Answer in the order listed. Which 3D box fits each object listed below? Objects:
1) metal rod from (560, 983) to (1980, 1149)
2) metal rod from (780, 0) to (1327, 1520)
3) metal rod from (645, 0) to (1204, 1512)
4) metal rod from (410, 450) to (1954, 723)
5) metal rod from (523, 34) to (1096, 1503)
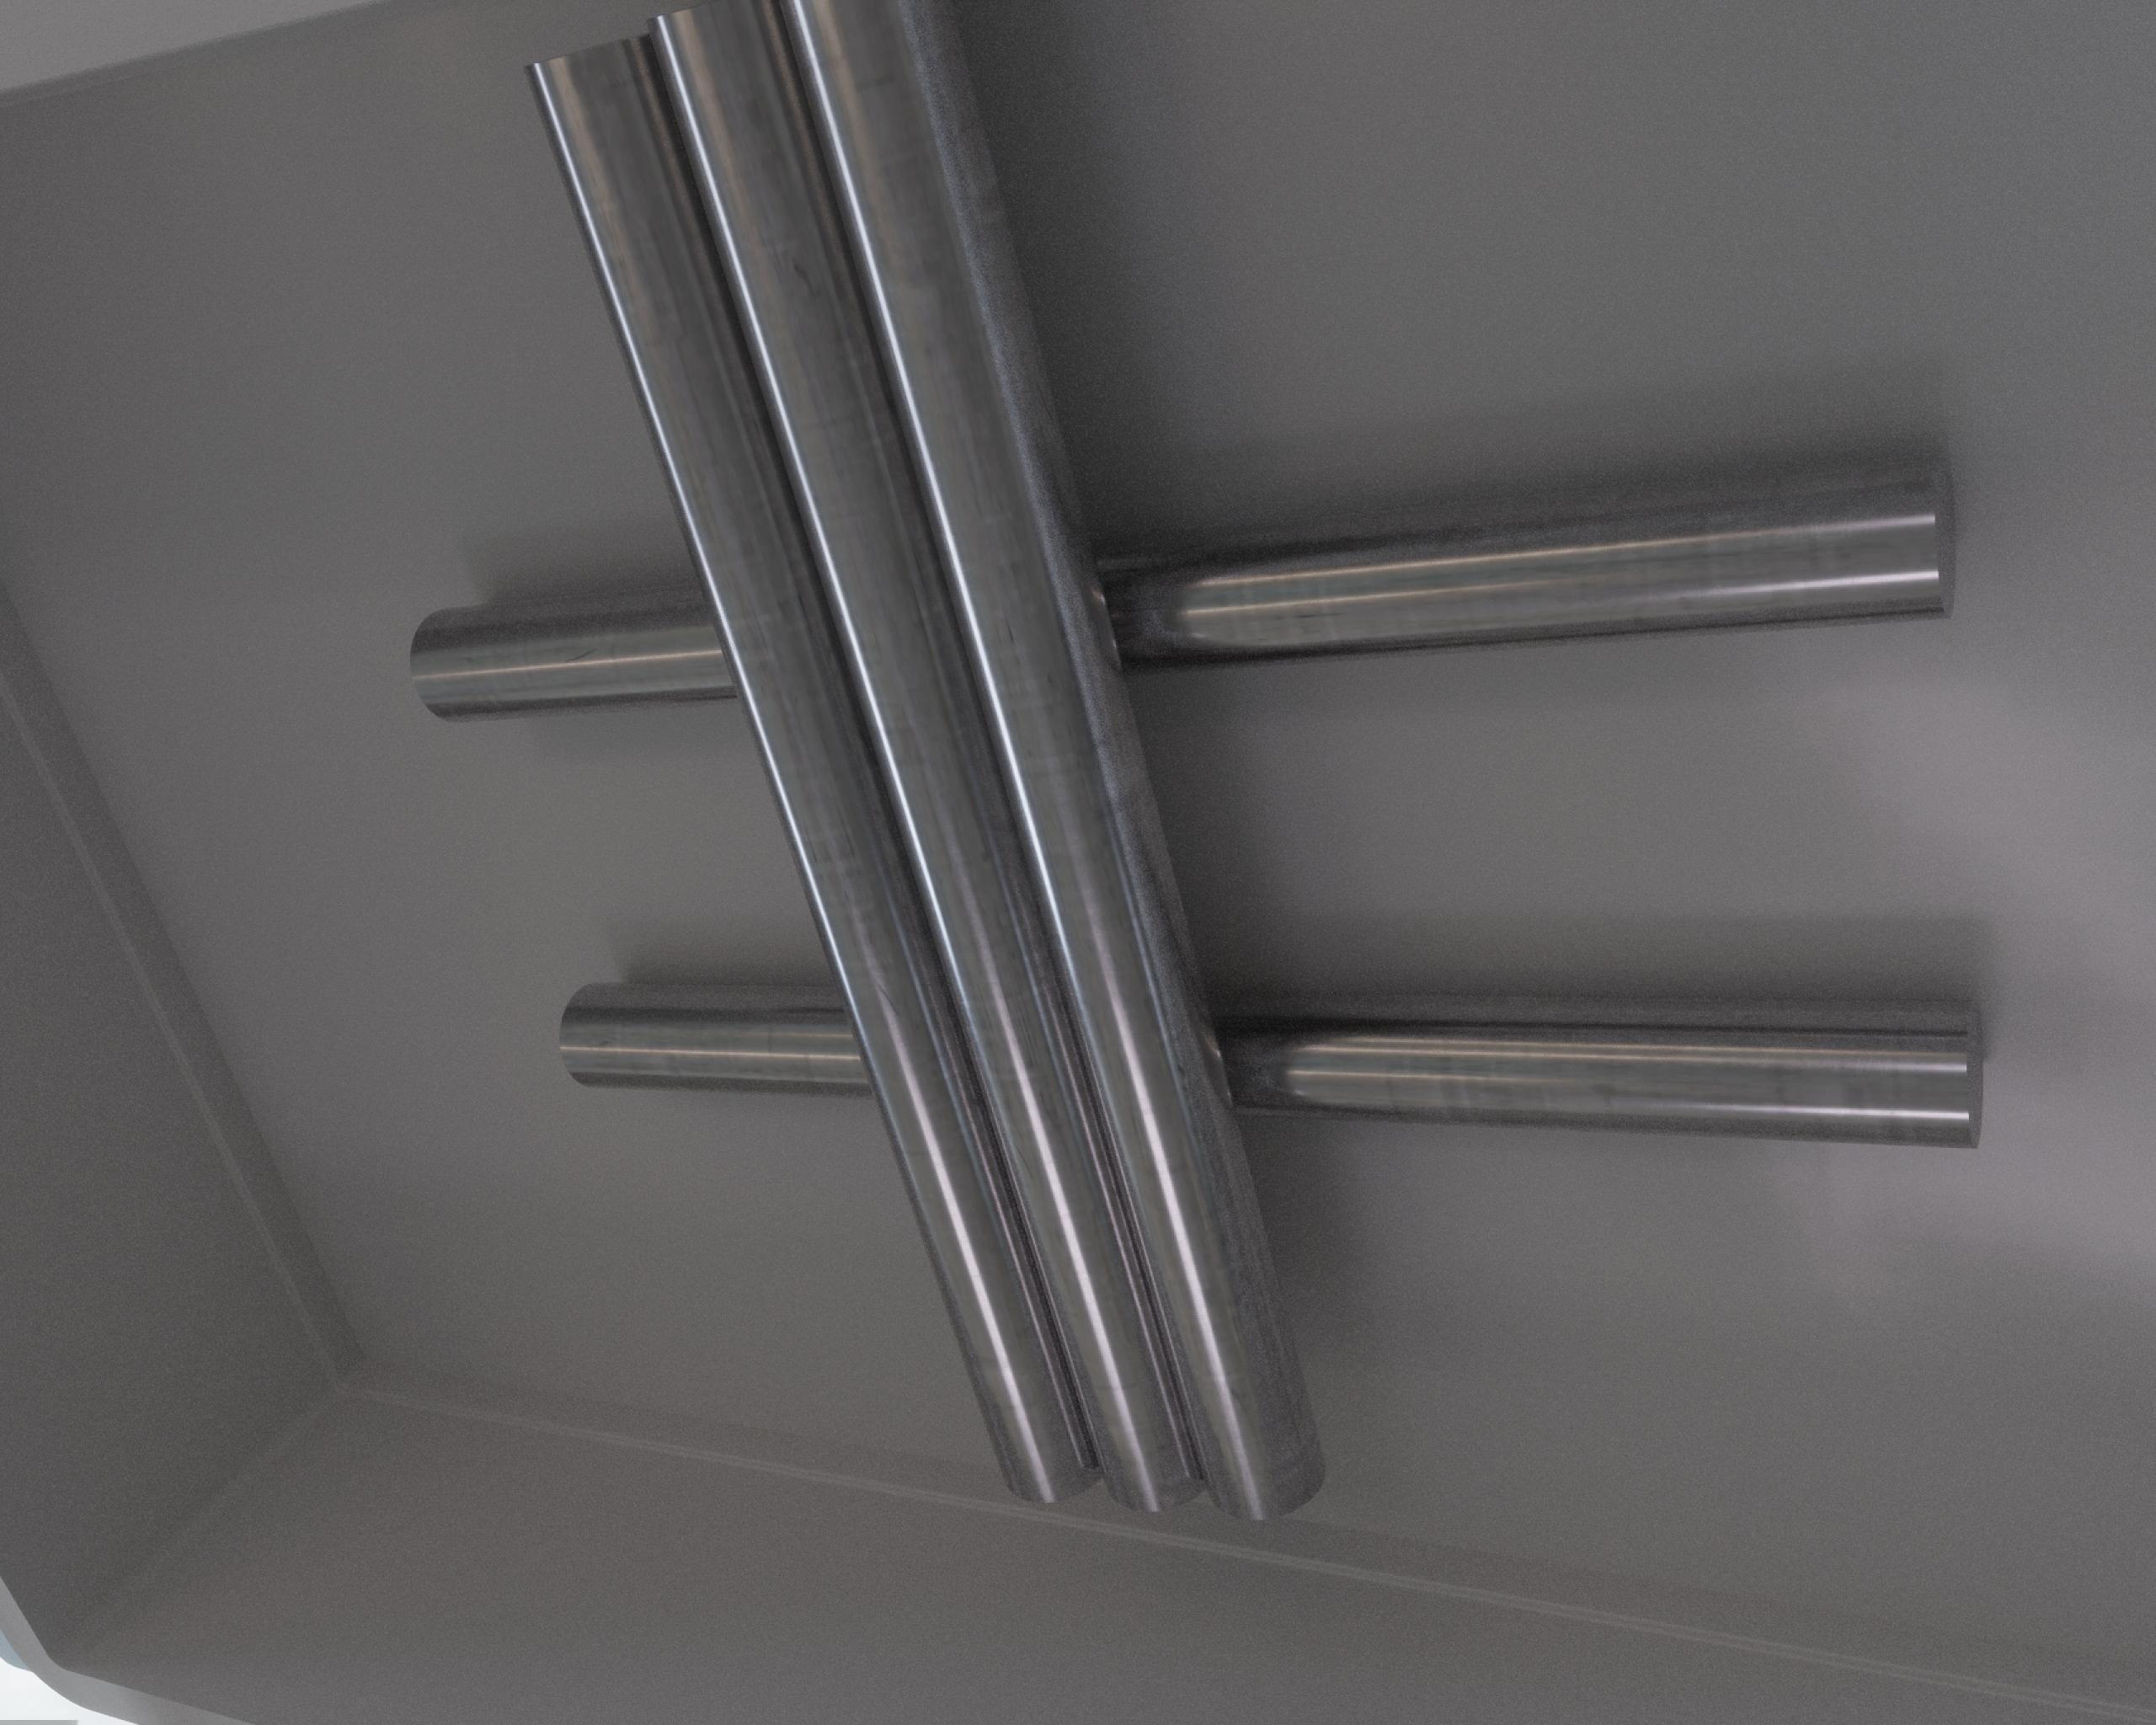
[{"bbox_3d":[0.018,0.038,0.421,0.300,0.025,0.025,-1,118,28],"label":"metal rod"},{"bbox_3d":[0.003,-0.004,0.369,0.025,0.025,0.298,-1,118,29],"label":"metal rod"},{"bbox_3d":[-0.018,-0.002,0.382,0.025,0.025,0.298,-1,118,29],"label":"metal rod"},{"bbox_3d":[-0.003,-0.046,0.381,0.300,0.025,0.025,-1,118,28],"label":"metal rod"},{"bbox_3d":[-0.040,0.000,0.395,0.025,0.025,0.298,-1,118,29],"label":"metal rod"}]
